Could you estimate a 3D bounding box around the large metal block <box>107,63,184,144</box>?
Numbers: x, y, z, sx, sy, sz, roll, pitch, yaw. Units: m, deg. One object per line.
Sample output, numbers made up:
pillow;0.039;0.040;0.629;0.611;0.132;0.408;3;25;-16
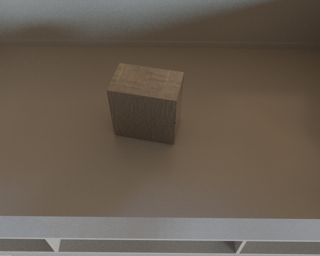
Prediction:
large metal block;-0.016;-0.029;0.391;0.080;0.080;0.050;9;51;7
